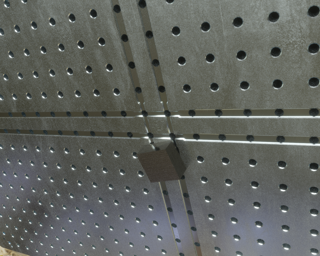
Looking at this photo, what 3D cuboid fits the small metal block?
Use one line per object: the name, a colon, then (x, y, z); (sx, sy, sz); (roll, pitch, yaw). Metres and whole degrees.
small metal block: (0.002, 0.048, 0.440); (0.050, 0.025, 0.050); (-13, 112, 33)
